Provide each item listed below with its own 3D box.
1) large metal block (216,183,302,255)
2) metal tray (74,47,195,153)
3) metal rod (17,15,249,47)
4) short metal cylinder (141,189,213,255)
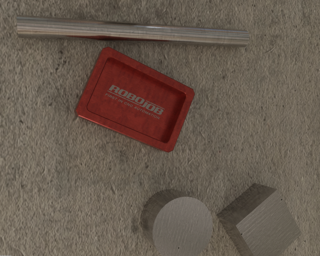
[{"bbox_3d":[0.143,0.140,0.449,0.080,0.050,0.080,-35,101,-17],"label":"large metal block"},{"bbox_3d":[-0.030,-0.033,0.395,0.131,0.030,0.090,24,82,-19],"label":"metal tray"},{"bbox_3d":[-0.019,-0.123,0.401,0.303,0.025,0.025,-3,91,-20],"label":"metal rod"},{"bbox_3d":[0.021,0.124,0.404,0.081,0.050,0.079,0,90,-20],"label":"short metal cylinder"}]
